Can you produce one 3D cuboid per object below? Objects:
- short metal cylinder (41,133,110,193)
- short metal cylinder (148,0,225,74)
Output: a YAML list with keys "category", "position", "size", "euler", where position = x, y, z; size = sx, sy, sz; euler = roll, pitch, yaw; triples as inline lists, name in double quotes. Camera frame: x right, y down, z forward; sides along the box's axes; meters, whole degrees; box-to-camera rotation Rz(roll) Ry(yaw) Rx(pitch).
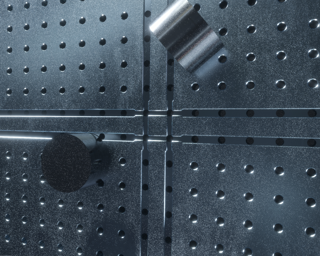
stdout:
- category: "short metal cylinder"
  position: [-0.119, 0.047, 0.441]
  size: [0.080, 0.050, 0.079]
  euler: [0, 90, 20]
- category: "short metal cylinder"
  position: [0.032, -0.112, 0.372]
  size: [0.050, 0.080, 0.080]
  euler: [-40, 77, 16]
